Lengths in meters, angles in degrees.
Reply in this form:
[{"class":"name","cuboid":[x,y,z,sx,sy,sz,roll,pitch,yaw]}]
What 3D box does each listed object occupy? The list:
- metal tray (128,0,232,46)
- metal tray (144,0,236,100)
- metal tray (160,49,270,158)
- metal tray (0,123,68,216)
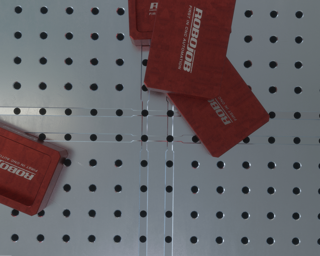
[{"class":"metal tray","cuboid":[0.025,-0.160,0.410,0.131,0.030,0.090,-2,90,0]},{"class":"metal tray","cuboid":[0.036,-0.105,0.380,0.090,0.030,0.129,10,90,0]},{"class":"metal tray","cuboid":[0.069,-0.038,0.411,0.090,0.030,0.130,-36,90,0]},{"class":"metal tray","cuboid":[-0.202,0.048,0.409,0.130,0.030,0.090,23,90,0]}]
